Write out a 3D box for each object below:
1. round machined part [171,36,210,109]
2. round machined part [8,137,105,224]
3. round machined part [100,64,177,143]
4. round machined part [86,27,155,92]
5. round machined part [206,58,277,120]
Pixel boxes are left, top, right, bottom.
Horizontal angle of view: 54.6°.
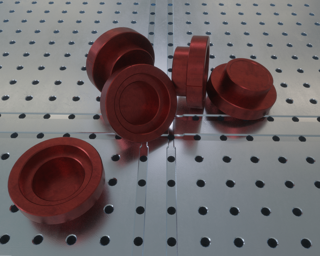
[{"bbox_3d":[0.042,-0.076,0.425,0.042,0.098,0.098,5,50,11],"label":"round machined part"},{"bbox_3d":[-0.110,0.061,0.345,0.099,0.042,0.098,0,50,0],"label":"round machined part"},{"bbox_3d":[-0.030,-0.033,0.400,0.099,0.098,0.042,-29,21,-22],"label":"round machined part"},{"bbox_3d":[-0.047,-0.084,0.428,0.099,0.098,0.042,-28,47,-22],"label":"round machined part"},{"bbox_3d":[0.119,-0.061,0.438,0.099,0.042,0.098,7,50,-8],"label":"round machined part"}]
